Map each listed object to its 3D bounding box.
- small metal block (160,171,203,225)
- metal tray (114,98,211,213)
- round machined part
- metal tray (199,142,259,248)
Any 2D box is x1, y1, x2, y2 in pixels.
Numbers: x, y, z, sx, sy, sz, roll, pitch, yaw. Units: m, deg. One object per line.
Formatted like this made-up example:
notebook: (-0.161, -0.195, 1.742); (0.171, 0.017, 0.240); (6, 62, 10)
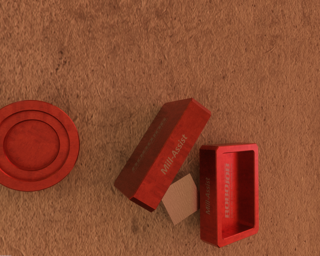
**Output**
small metal block: (0.025, 0.093, 0.418); (0.050, 0.025, 0.050); (-29, 100, -18)
metal tray: (0.000, 0.028, 0.374); (0.030, 0.090, 0.130); (35, 79, -17)
round machined part: (-0.143, 0.019, 0.347); (0.099, 0.042, 0.097); (0, 90, -20)
metal tray: (0.097, 0.087, 0.427); (0.091, 0.030, 0.129); (-1, 91, -39)
